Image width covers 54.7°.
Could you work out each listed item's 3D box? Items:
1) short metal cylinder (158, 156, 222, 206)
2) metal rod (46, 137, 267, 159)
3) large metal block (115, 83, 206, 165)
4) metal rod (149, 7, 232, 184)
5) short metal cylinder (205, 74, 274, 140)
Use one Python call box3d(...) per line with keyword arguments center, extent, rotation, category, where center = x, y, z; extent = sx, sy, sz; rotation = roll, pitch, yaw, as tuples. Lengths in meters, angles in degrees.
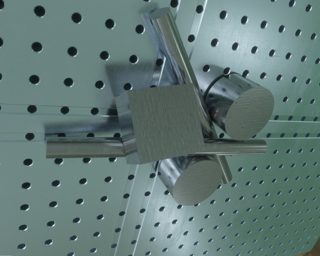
box3d(center=(0.043, 0.067, 0.456), extent=(0.081, 0.050, 0.079), rotation=(-14, 124, -21), category="short metal cylinder")
box3d(center=(0.011, 0.025, 0.407), extent=(0.303, 0.025, 0.025), rotation=(1, 118, -22), category="metal rod")
box3d(center=(-0.001, -0.004, 0.364), extent=(0.081, 0.050, 0.080), rotation=(-10, 88, -23), category="large metal block")
box3d(center=(0.054, -0.020, 0.425), extent=(0.025, 0.025, 0.299), rotation=(-33, 129, -7), category="metal rod")
box3d(center=(0.110, -0.030, 0.433), extent=(0.081, 0.050, 0.079), rotation=(-14, 124, -21), category="short metal cylinder")
